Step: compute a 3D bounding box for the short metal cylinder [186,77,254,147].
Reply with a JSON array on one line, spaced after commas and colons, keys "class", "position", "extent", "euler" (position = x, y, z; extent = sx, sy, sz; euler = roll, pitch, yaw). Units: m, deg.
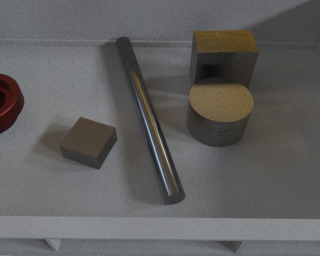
[{"class": "short metal cylinder", "position": [0.077, -0.021, 0.408], "extent": [0.081, 0.050, 0.080], "euler": [0, 50, 0]}]

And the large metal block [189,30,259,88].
[{"class": "large metal block", "position": [0.088, -0.092, 0.448], "extent": [0.081, 0.080, 0.050], "euler": [-2, 50, -2]}]

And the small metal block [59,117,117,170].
[{"class": "small metal block", "position": [-0.088, 0.018, 0.389], "extent": [0.050, 0.025, 0.050], "euler": [17, 52, 13]}]

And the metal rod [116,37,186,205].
[{"class": "metal rod", "position": [-0.023, -0.033, 0.432], "extent": [0.025, 0.025, 0.300], "euler": [-12, 51, -10]}]

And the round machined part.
[{"class": "round machined part", "position": [-0.232, -0.026, 0.413], "extent": [0.099, 0.042, 0.098], "euler": [0, 50, 0]}]
